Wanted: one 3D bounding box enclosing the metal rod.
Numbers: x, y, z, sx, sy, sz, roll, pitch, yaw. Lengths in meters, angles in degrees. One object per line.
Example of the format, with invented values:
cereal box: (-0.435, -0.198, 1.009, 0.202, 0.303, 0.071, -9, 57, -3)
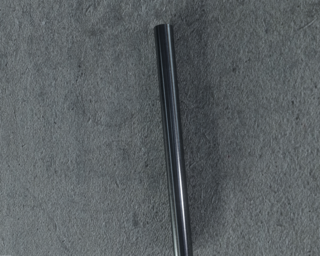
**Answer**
metal rod: (0.017, 0.016, 0.403, 0.025, 0.025, 0.298, -6, 88, 20)
